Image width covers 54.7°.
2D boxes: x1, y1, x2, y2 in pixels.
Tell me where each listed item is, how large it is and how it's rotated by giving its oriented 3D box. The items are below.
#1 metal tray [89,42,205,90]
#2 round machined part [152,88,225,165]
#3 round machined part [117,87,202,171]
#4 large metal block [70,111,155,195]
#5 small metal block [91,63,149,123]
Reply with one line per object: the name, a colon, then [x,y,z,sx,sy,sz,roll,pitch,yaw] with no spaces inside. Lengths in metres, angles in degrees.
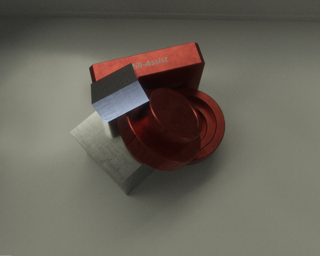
metal tray: [-0.015,-0.059,0.394,0.131,0.090,0.030,-14,72,-6]
round machined part: [0.031,0.001,0.400,0.099,0.042,0.098,0,70,-1]
round machined part: [0.007,-0.005,0.340,0.099,0.042,0.098,24,43,-24]
large metal block: [-0.051,0.029,0.368,0.050,0.080,0.080,-42,76,-14]
small metal block: [-0.043,-0.038,0.323,0.050,0.025,0.050,-27,33,3]
